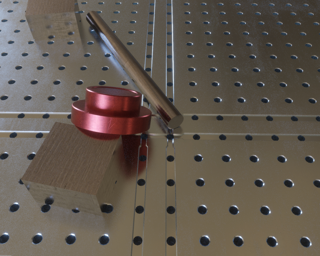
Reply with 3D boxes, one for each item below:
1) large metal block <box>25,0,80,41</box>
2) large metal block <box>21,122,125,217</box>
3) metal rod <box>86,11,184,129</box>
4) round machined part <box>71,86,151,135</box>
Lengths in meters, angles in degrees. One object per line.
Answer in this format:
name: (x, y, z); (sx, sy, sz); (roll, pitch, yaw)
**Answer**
large metal block: (-0.191, -0.206, 0.563); (0.081, 0.050, 0.080); (-7, 50, -6)
large metal block: (-0.093, 0.045, 0.353); (0.080, 0.050, 0.080); (10, 51, 8)
metal rod: (-0.053, -0.108, 0.497); (0.025, 0.025, 0.300); (-23, 54, -18)
round machined part: (-0.059, -0.026, 0.387); (0.099, 0.042, 0.098); (7, 15, -2)
